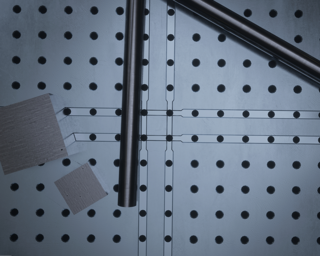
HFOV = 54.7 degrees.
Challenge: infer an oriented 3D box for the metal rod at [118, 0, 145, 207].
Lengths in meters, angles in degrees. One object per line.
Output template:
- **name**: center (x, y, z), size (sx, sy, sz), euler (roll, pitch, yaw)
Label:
- **metal rod**: center (-0.038, -0.047, 0.412), size (0.025, 0.025, 0.298), euler (2, 90, 0)

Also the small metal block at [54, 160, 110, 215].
- **small metal block**: center (-0.103, 0.078, 0.412), size (0.050, 0.025, 0.050), euler (-31, 90, 0)

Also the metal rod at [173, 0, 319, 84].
- **metal rod**: center (0.124, -0.125, 0.414), size (0.301, 0.025, 0.025), euler (29, 90, 0)

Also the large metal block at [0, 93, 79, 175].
- **large metal block**: center (-0.161, 0.007, 0.399), size (0.080, 0.050, 0.080), euler (-17, 90, 0)
